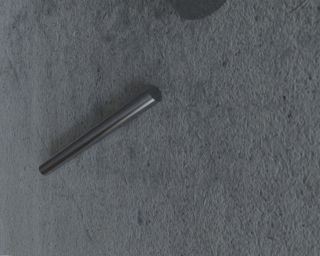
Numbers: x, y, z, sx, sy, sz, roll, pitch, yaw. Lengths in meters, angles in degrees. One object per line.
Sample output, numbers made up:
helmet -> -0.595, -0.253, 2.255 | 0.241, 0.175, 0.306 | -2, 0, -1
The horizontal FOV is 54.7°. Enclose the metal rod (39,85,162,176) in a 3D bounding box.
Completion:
metal rod -> -0.111, 0.016, 0.496 | 0.299, 0.025, 0.025 | -30, 71, 35

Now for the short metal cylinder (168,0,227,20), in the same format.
short metal cylinder -> 0.040, -0.167, 0.337 | 0.080, 0.081, 0.050 | -45, 63, 31
